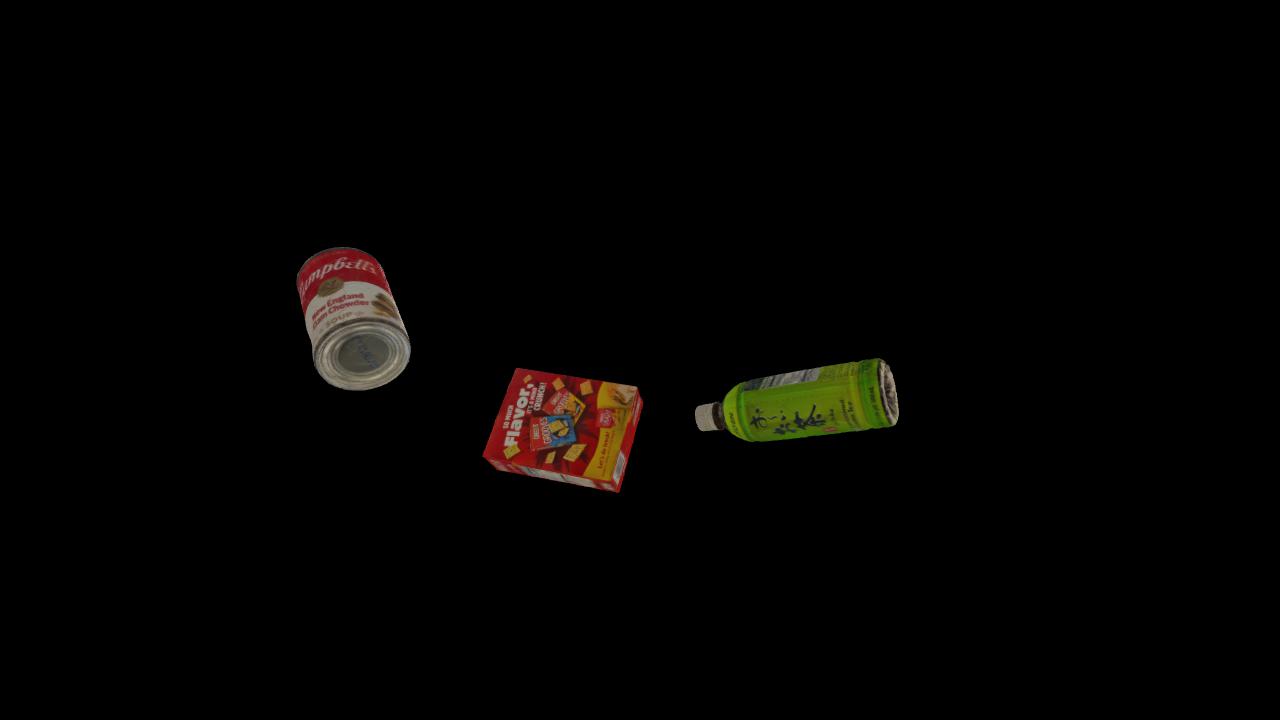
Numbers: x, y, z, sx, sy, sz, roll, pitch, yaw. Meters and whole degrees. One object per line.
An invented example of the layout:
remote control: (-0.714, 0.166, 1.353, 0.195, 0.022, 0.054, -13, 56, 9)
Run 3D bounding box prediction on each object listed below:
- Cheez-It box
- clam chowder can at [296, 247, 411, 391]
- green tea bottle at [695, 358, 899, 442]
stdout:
Cheez-It box: (-0.122, 0.112, 1.000, 0.223, 0.166, 0.071, 7, -28, 15)
clam chowder can: (-0.223, -0.033, 0.477, 0.068, 0.068, 0.102, 0, 39, -37)
green tea bottle: (0.158, 0.048, 0.655, 0.212, 0.073, 0.073, -10, -6, 34)
